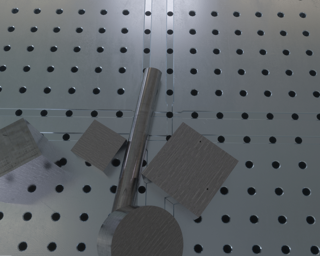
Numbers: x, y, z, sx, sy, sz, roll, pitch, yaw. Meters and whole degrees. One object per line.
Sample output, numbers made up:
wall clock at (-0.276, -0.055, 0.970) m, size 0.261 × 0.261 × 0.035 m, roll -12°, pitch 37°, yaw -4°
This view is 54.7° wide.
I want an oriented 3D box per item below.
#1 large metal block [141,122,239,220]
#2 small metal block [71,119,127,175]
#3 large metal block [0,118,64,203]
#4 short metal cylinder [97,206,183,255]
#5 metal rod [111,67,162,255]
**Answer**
large metal block at (0.035, 0.053, 0.379) m, size 0.080 × 0.050 × 0.080 m, roll 36°, pitch 74°, yaw 12°
small metal block at (-0.077, 0.025, 0.402) m, size 0.050 × 0.025 × 0.050 m, roll 31°, pitch 73°, yaw 11°
large metal block at (-0.173, 0.041, 0.366) m, size 0.080 × 0.080 × 0.050 m, roll -30°, pitch 73°, yaw -10°
short metal cylinder at (-0.022, 0.125, 0.336) m, size 0.081 × 0.050 × 0.080 m, roll 7°, pitch 74°, yaw -26°
metal rod at (-0.038, 0.059, 0.389) m, size 0.025 × 0.025 × 0.299 m, roll 10°, pitch 70°, yaw 3°
